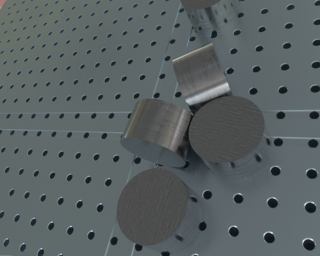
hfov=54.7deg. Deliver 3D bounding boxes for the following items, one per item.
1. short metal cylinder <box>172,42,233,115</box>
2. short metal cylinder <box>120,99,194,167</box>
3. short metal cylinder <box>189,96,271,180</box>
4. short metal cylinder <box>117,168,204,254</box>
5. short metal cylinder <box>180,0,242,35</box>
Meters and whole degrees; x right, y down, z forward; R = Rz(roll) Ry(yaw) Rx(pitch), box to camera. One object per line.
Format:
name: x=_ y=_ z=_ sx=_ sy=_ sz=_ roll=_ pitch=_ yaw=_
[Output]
short metal cylinder: x=0.055 y=-0.058 z=0.380 sx=0.050 sy=0.080 sz=0.080 roll=-22 pitch=54 yaw=15
short metal cylinder: x=-0.001 y=0.008 z=0.369 sx=0.080 sy=0.080 sz=0.050 roll=7 pitch=66 yaw=31
short metal cylinder: x=0.078 y=0.011 z=0.344 sx=0.080 sy=0.050 sz=0.080 roll=-13 pitch=56 yaw=21
short metal cylinder: x=0.001 y=0.090 z=0.336 sx=0.080 sy=0.050 sz=0.080 roll=-13 pitch=56 yaw=21
short metal cylinder: x=0.077 y=-0.189 z=0.468 sx=0.080 sy=0.050 sz=0.080 roll=-13 pitch=56 yaw=21
